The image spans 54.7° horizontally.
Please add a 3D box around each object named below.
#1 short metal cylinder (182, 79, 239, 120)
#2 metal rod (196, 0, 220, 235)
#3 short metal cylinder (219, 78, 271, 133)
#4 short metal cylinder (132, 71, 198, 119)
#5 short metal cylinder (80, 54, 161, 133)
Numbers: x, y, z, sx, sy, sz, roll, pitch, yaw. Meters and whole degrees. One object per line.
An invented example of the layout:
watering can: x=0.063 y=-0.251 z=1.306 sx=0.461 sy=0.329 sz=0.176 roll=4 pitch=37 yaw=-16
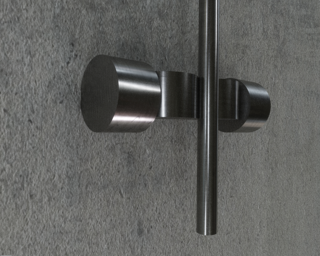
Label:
short metal cylinder: x=0.067 y=-0.037 z=0.426 sx=0.081 sy=0.080 sz=0.050 roll=1 pitch=90 yaw=-40
metal rod: x=0.058 y=-0.024 z=0.374 sx=0.025 sy=0.025 sz=0.298 roll=1 pitch=89 yaw=-40
short metal cylinder: x=0.118 y=-0.033 z=0.469 sx=0.050 sy=0.080 sz=0.080 roll=1 pitch=90 yaw=-40
short metal cylinder: x=0.005 y=-0.037 z=0.375 sx=0.081 sy=0.080 sz=0.050 roll=1 pitch=90 yaw=-40
short metal cylinder: x=-0.044 y=-0.035 z=0.333 sx=0.050 sy=0.080 sz=0.080 roll=1 pitch=90 yaw=-40
